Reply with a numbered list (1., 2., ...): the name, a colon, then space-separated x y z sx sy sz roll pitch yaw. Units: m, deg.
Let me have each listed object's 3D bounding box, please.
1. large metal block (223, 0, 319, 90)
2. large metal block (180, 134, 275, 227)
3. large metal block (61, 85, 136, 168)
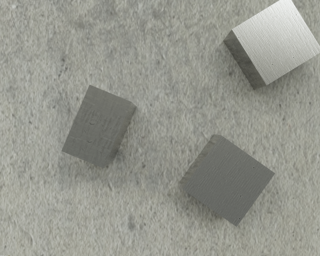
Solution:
1. large metal block: 0.142 -0.106 0.399 0.080 0.050 0.080 -32 90 0
2. large metal block: 0.083 0.064 0.399 0.080 0.050 0.080 36 90 -1
3. large metal block: -0.070 -0.002 0.382 0.050 0.080 0.080 23 90 -1
